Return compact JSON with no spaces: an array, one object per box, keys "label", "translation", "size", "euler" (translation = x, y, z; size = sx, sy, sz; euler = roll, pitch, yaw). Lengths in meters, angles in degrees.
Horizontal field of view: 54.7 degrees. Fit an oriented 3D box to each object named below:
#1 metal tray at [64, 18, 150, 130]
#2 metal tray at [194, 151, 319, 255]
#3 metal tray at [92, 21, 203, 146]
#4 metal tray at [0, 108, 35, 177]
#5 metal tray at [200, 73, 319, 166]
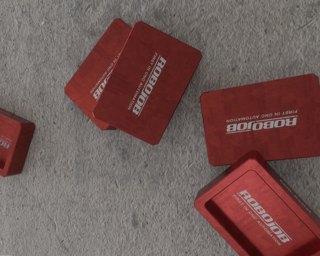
[{"label":"metal tray","translation":[-0.062,-0.071,0.428],"size":[0.090,0.030,0.130],"euler":[44,103,14]},{"label":"metal tray","translation":[0.114,0.102,0.347],"size":[0.130,0.030,0.090],"euler":[47,111,2]},{"label":"metal tray","translation":[-0.016,-0.055,0.391],"size":[0.090,0.030,0.129],"euler":[26,96,-5]},{"label":"metal tray","translation":[-0.273,0.013,0.502],"size":[0.130,0.030,0.089],"euler":[22,97,18]},{"label":"metal tray","translation":[0.119,-0.007,0.364],"size":[0.130,0.030,0.089],"euler":[-8,87,19]}]
